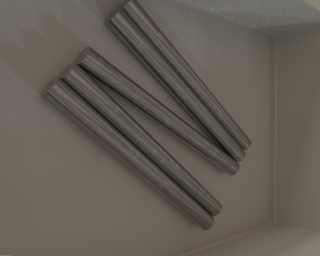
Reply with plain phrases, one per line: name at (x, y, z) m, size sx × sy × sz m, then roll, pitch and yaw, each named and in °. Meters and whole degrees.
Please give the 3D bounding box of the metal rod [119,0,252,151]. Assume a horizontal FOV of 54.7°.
metal rod at (0.051, -0.061, 0.447) m, size 0.300 × 0.025 × 0.025 m, roll 44°, pitch 64°, yaw -31°

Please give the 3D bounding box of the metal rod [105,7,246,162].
metal rod at (0.038, -0.042, 0.436) m, size 0.300 × 0.025 × 0.025 m, roll 44°, pitch 64°, yaw -31°

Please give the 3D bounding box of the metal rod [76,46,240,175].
metal rod at (0.017, -0.006, 0.419) m, size 0.301 × 0.025 × 0.025 m, roll 35°, pitch 68°, yaw -34°

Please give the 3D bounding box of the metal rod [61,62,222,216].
metal rod at (-0.006, 0.032, 0.400) m, size 0.300 × 0.025 × 0.025 m, roll 45°, pitch 63°, yaw -31°

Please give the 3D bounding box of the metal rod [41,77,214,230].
metal rod at (-0.020, 0.050, 0.388) m, size 0.300 × 0.025 × 0.025 m, roll 45°, pitch 63°, yaw -31°
